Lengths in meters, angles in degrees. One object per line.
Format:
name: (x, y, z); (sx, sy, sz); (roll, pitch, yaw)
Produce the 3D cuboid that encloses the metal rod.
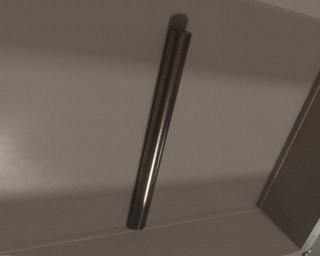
metal rod: (-0.005, 0.020, 0.419); (0.025, 0.025, 0.298); (-2, 119, -28)
